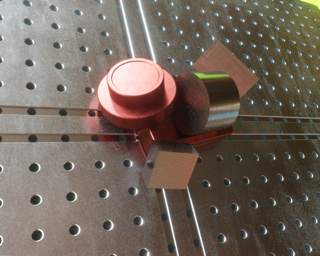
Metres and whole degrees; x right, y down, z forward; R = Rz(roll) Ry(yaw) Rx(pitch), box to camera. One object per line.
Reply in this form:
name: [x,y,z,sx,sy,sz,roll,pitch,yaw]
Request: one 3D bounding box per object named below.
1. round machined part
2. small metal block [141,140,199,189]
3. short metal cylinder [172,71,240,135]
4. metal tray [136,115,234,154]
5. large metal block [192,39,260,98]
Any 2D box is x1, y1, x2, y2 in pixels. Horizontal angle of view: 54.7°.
round machined part: [-0.029,-0.049,0.383,0.099,0.042,0.098,-1,51,1]
small metal block: [0.011,0.044,0.364,0.050,0.050,0.025,7,24,-24]
short metal cylinder: [0.056,-0.033,0.403,0.050,0.080,0.080,-9,67,-33]
metal tray: [0.029,-0.014,0.427,0.131,0.030,0.090,-12,68,-33]
large metal block: [0.098,-0.083,0.466,0.080,0.050,0.080,44,15,1]
